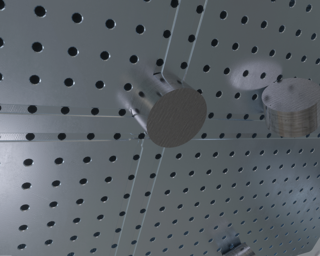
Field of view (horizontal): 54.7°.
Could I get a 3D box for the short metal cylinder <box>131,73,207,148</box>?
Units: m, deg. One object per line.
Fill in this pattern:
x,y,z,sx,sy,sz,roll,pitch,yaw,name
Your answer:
0.011,-0.022,0.387,0.081,0.050,0.079,-14,124,-21,short metal cylinder

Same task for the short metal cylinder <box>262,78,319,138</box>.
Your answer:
0.197,-0.031,0.464,0.080,0.080,0.050,-30,129,-9,short metal cylinder

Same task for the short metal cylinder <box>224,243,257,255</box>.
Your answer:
0.177,0.292,0.653,0.050,0.080,0.080,-26,128,-12,short metal cylinder
